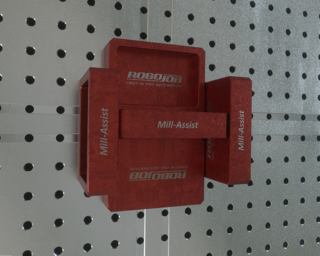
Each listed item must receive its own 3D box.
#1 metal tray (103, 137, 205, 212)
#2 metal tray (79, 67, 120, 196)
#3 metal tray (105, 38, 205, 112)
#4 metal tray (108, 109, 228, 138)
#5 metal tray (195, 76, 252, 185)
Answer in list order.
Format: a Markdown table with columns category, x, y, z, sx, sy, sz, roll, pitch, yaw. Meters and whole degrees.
| category | x | y | z | sx | sy | sz | roll | pitch | yaw |
| --- | --- | --- | --- | --- | --- | --- | --- | --- | --- |
| metal tray | -0.006 | 0.057 | 0.407 | 0.131 | 0.030 | 0.089 | 1 | 90 | -21 |
| metal tray | -0.072 | 0.004 | 0.352 | 0.030 | 0.090 | 0.129 | 1 | 90 | -20 |
| metal tray | -0.005 | -0.064 | 0.409 | 0.131 | 0.030 | 0.089 | 1 | 90 | -21 |
| metal tray | 0.004 | -0.004 | 0.379 | 0.131 | 0.090 | 0.030 | 1 | 90 | -20 |
| metal tray | 0.081 | 0.003 | 0.409 | 0.030 | 0.090 | 0.129 | 1 | 90 | -20 |
